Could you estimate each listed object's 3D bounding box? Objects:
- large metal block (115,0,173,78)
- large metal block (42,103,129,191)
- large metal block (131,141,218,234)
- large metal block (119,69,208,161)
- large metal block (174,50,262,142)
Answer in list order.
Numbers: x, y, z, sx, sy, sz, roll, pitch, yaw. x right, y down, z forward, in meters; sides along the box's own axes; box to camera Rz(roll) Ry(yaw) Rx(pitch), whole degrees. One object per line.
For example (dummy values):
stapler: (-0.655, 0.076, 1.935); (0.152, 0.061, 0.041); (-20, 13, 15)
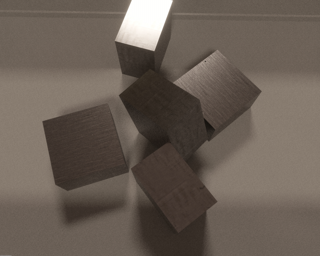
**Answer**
large metal block: (-0.019, -0.122, 0.425); (0.050, 0.080, 0.080); (16, 71, 5)
large metal block: (-0.091, 0.025, 0.386); (0.081, 0.050, 0.080); (-16, 71, -6)
large metal block: (0.014, 0.072, 0.355); (0.050, 0.080, 0.080); (-35, 74, -12)
large metal block: (0.007, -0.012, 0.373); (0.050, 0.080, 0.080); (-43, 56, -14)
large metal block: (0.071, -0.042, 0.413); (0.080, 0.050, 0.080); (-38, 75, -13)
